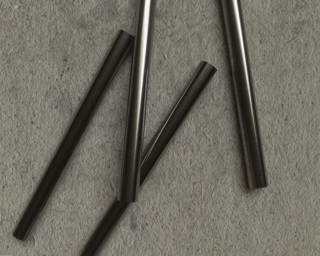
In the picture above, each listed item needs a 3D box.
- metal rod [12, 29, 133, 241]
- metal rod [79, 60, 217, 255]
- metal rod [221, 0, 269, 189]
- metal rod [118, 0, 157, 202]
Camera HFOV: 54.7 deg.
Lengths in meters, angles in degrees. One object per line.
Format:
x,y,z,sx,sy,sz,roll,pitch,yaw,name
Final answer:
-0.113,0.009,0.408,0.025,0.025,0.299,28,90,0,metal rod
-0.015,0.044,0.409,0.025,0.025,0.299,32,90,0,metal rod
0.109,-0.070,0.410,0.025,0.025,0.298,-8,90,0,metal rod
-0.027,-0.059,0.396,0.025,0.025,0.298,5,85,0,metal rod
